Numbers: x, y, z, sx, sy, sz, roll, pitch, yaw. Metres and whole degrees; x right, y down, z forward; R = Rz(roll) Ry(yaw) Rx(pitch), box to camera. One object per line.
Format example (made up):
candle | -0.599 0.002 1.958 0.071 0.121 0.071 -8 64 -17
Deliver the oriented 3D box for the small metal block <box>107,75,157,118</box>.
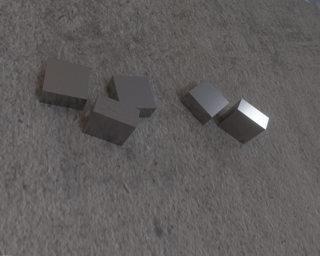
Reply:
small metal block | -0.038 -0.041 0.410 0.050 0.025 0.050 -2 63 -30

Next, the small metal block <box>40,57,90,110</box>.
small metal block | -0.115 -0.053 0.375 0.050 0.025 0.050 10 57 -23

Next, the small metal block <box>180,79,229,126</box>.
small metal block | 0.068 -0.039 0.466 0.050 0.025 0.050 48 51 5

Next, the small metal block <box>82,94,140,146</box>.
small metal block | -0.058 -0.008 0.363 0.050 0.050 0.025 21 54 -16

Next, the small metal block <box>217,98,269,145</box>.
small metal block | 0.123 -0.009 0.462 0.050 0.050 0.025 35 51 -6
